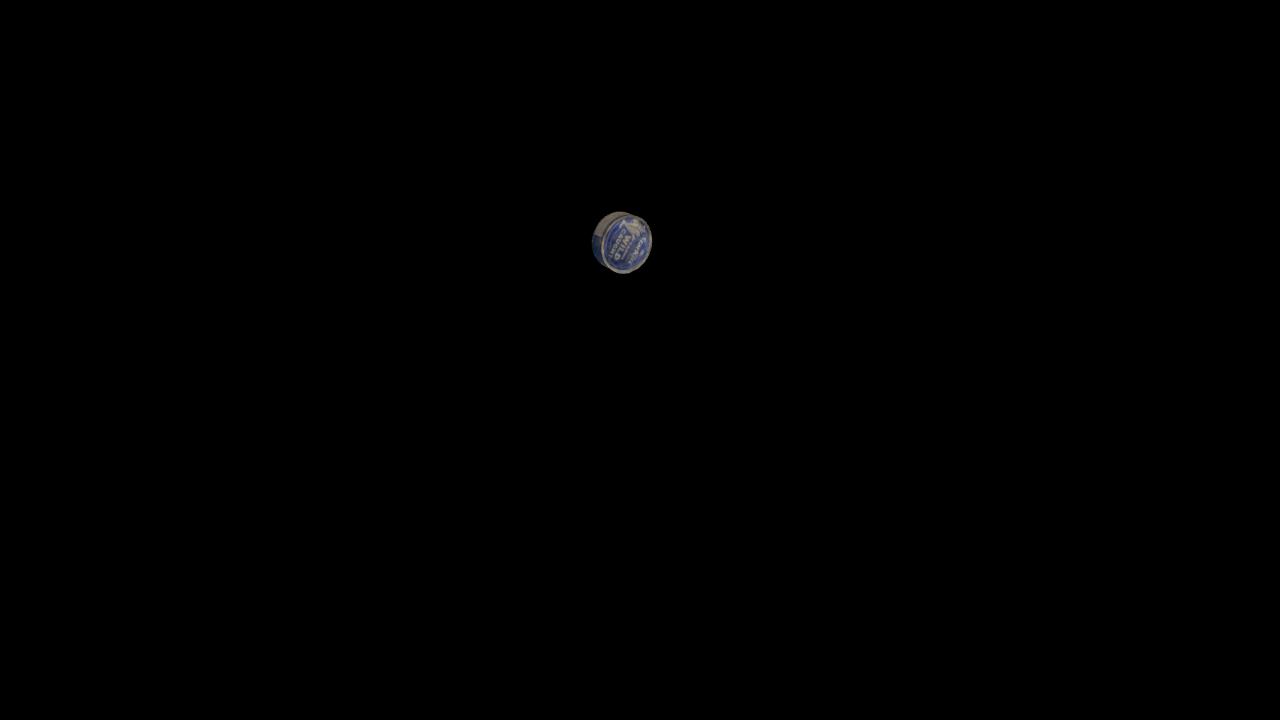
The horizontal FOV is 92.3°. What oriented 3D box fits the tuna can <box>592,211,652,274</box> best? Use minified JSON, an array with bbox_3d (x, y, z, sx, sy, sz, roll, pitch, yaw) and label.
[{"bbox_3d":[-0.026,-0.167,0.876,0.084,0.084,0.034,0,23,-35],"label":"tuna can"}]
